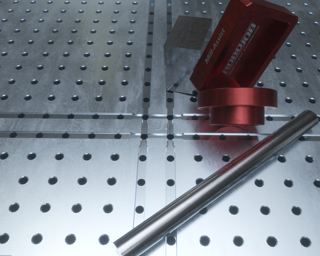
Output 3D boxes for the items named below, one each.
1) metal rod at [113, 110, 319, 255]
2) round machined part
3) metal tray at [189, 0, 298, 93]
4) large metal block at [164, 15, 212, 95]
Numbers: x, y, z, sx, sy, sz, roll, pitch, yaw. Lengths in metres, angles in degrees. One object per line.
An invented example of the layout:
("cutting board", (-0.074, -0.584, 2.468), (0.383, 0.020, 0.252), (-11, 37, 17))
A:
("metal rod", (0.082, 0.055, 0.361), (0.302, 0.025, 0.025), (-29, 56, -23))
("round machined part", (0.097, -0.024, 0.394), (0.099, 0.098, 0.042), (0, 89, 0))
("metal tray", (0.107, -0.100, 0.407), (0.091, 0.129, 0.030), (1, 43, -31))
("large metal block", (0.043, -0.109, 0.461), (0.050, 0.080, 0.080), (11, 51, 14))
